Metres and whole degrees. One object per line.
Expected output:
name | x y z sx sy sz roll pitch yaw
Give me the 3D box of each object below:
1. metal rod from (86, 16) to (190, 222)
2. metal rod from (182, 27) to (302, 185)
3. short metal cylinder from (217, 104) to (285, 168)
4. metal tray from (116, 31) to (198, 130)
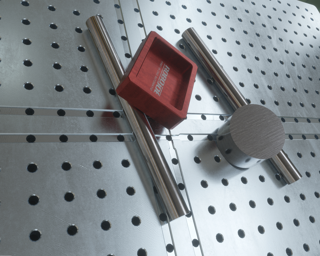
metal rod | -0.036 -0.026 0.405 0.025 0.025 0.299 -12 68 -34
metal rod | 0.127 -0.043 0.504 0.025 0.025 0.299 -23 75 -37
short metal cylinder | 0.128 0.012 0.442 0.081 0.050 0.080 4 68 -10
metal tray | 0.002 -0.070 0.429 0.090 0.030 0.130 35 42 -17
